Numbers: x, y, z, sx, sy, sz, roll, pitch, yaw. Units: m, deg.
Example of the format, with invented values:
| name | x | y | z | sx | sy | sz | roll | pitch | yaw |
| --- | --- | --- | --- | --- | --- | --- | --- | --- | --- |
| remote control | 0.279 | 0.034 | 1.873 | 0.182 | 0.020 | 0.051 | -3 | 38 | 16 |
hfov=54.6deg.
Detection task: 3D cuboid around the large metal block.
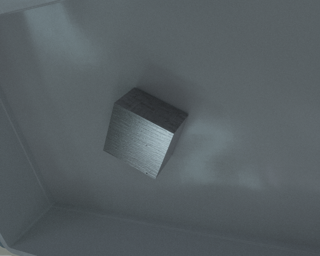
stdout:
| name | x | y | z | sx | sy | sz | roll | pitch | yaw |
| --- | --- | --- | --- | --- | --- | --- | --- | --- | --- |
| large metal block | -0.020 | 0.007 | 0.403 | 0.080 | 0.050 | 0.079 | 28 | 127 | 10 |
